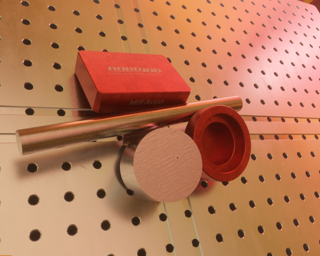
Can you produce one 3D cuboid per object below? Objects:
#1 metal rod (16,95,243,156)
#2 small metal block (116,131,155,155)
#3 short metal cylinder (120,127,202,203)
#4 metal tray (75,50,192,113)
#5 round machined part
[{"bbox_3d":[-0.010,-0.011,0.378,0.303,0.025,0.025,-12,68,-33],"label":"metal rod"},{"bbox_3d":[-0.025,0.012,0.399,0.050,0.025,0.050,17,55,-19],"label":"small metal block"},{"bbox_3d":[0.000,0.043,0.352,0.081,0.050,0.080,4,79,-22],"label":"short metal cylinder"},{"bbox_3d":[-0.035,-0.063,0.408,0.131,0.030,0.090,-5,46,-31],"label":"metal tray"},{"bbox_3d":[0.070,0.021,0.409,0.099,0.042,0.097,5,81,-32],"label":"round machined part"}]
